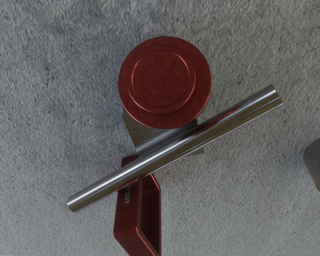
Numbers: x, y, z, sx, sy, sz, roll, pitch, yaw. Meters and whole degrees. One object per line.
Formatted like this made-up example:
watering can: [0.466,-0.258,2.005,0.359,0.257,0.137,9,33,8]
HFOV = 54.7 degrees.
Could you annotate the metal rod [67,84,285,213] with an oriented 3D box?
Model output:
metal rod: [0.001,0.036,0.371,0.300,0.025,0.025,-30,124,23]

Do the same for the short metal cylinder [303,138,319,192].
short metal cylinder: [0.254,0.053,0.440,0.081,0.050,0.079,0,130,0]

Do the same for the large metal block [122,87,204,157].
large metal block: [0.006,-0.006,0.386,0.080,0.050,0.080,-11,130,9]

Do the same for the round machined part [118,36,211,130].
round machined part: [0.004,-0.047,0.320,0.098,0.042,0.097,0,88,9]

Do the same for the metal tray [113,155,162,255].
metal tray: [-0.027,0.111,0.433,0.030,0.130,0.090,-15,129,12]
